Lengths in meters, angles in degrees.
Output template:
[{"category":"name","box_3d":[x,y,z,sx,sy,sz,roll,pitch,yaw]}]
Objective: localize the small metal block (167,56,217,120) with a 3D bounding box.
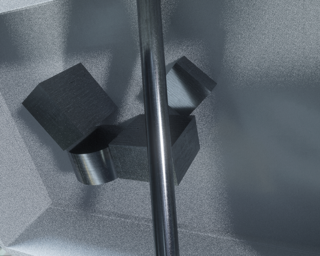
[{"category":"small metal block","box_3d":[0.029,-0.047,0.363,0.050,0.025,0.050,41,129,0]}]

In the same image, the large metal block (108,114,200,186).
[{"category":"large metal block","box_3d":[-0.003,0.023,0.388,0.080,0.080,0.050,2,120,27]}]

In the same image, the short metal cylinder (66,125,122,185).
[{"category":"short metal cylinder","box_3d":[-0.086,0.036,0.439,0.080,0.080,0.050,3,120,26]}]

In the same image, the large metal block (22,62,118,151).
[{"category":"large metal block","box_3d":[-0.117,-0.030,0.414,0.050,0.080,0.080,-32,101,38]}]

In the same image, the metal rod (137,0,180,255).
[{"category":"metal rod","box_3d":[-0.002,0.001,0.320,0.025,0.025,0.298,-5,87,30]}]
